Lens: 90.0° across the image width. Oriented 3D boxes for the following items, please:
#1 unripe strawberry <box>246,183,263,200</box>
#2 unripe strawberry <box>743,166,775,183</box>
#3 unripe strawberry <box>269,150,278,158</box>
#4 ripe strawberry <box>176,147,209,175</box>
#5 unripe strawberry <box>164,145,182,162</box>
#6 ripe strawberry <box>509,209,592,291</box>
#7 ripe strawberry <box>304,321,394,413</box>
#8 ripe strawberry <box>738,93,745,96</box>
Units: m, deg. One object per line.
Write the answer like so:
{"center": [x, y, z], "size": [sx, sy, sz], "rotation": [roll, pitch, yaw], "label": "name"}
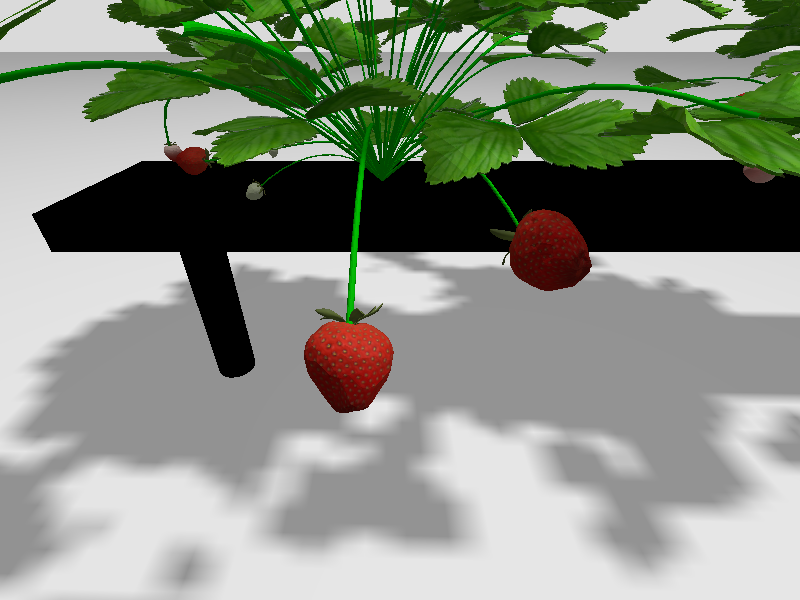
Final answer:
{"center": [-0.111, -0.082, 0.304], "size": [0.013, 0.013, 0.011], "rotation": [46, -7, 48], "label": "unripe strawberry"}
{"center": [0.305, -0.112, 0.340], "size": [0.026, 0.025, 0.024], "rotation": [-2, 33, -2], "label": "unripe strawberry"}
{"center": [-0.124, -0.145, 0.393], "size": [0.010, 0.010, 0.009], "rotation": [16, 37, 23], "label": "unripe strawberry"}
{"center": [-0.186, -0.124, 0.358], "size": [0.027, 0.023, 0.027], "rotation": [3, 33, 5], "label": "ripe strawberry"}
{"center": [-0.214, -0.138, 0.378], "size": [0.015, 0.015, 0.014], "rotation": [7, 34, 10], "label": "unripe strawberry"}
{"center": [0.070, -0.021, 0.187], "size": [0.034, 0.039, 0.037], "rotation": [-14, 38, -21], "label": "ripe strawberry"}
{"center": [-0.017, 0.022, 0.133], "size": [0.030, 0.030, 0.025], "rotation": [0, -10, 0], "label": "ripe strawberry"}
{"center": [0.463, -0.253, 0.534], "size": [0.050, 0.045, 0.045], "rotation": [4, 23, 6], "label": "ripe strawberry"}
